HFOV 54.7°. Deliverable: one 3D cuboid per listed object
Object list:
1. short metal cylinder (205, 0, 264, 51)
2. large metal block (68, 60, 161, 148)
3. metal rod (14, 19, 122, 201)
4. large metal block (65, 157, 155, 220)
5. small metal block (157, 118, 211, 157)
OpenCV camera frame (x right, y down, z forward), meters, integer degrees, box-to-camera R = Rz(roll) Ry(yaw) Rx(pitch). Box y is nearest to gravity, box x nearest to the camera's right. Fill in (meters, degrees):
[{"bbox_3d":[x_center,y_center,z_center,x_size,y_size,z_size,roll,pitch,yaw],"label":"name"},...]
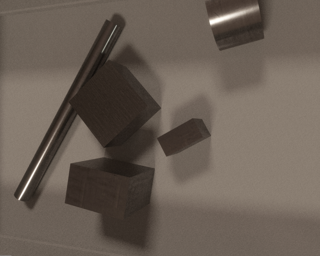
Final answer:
[{"bbox_3d":[0.084,-0.134,0.351,0.050,0.080,0.080,-12,86,19],"label":"short metal cylinder"},{"bbox_3d":[-0.060,-0.031,0.417,0.080,0.050,0.080,-43,77,14],"label":"large metal block"},{"bbox_3d":[-0.140,-0.019,0.458,0.025,0.025,0.299,34,101,16],"label":"metal rod"},{"bbox_3d":[-0.062,0.074,0.402,0.080,0.080,0.050,10,94,19],"label":"large metal block"},{"bbox_3d":[0.031,0.011,0.386,0.050,0.050,0.025,-30,81,17],"label":"small metal block"}]
